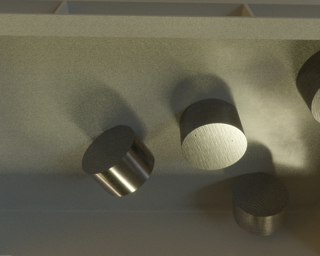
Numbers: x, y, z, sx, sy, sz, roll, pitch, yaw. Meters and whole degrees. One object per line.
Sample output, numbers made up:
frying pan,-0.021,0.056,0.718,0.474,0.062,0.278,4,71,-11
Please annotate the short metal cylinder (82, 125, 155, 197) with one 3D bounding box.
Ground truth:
short metal cylinder,-0.055,0.042,0.408,0.080,0.080,0.050,-23,126,18

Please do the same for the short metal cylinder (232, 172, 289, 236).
short metal cylinder,0.151,0.115,0.472,0.080,0.080,0.050,-7,130,6

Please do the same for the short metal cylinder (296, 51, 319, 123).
short metal cylinder,0.206,-0.047,0.354,0.081,0.050,0.079,0,130,0

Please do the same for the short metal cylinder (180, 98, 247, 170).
short metal cylinder,0.067,0.009,0.401,0.081,0.050,0.079,0,130,0
